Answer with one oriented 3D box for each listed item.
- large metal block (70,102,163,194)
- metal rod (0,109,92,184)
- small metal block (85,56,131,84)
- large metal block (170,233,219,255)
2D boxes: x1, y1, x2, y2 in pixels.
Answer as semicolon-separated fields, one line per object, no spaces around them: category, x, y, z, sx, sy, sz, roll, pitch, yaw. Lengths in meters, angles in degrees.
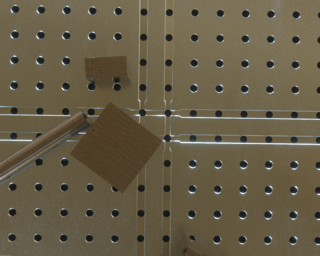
large metal block;-0.053;0.024;0.400;0.080;0.050;0.080;37;90;-1
metal rod;-0.224;0.067;0.410;0.301;0.025;0.025;-33;90;-1
small metal block;-0.066;-0.074;0.400;0.050;0.050;0.025;-4;90;-1
large metal block;0.046;0.201;0.402;0.080;0.050;0.080;34;90;-1
